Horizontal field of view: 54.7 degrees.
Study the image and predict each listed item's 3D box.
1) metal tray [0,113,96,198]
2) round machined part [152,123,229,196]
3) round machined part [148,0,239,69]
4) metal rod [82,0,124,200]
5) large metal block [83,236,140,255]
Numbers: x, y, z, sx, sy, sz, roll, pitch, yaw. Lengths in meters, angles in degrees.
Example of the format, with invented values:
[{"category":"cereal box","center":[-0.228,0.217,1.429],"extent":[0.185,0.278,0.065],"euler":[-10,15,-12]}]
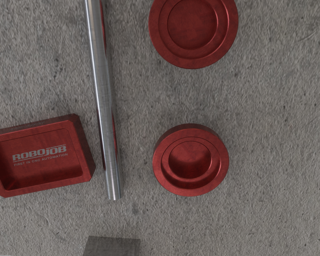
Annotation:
[{"category":"metal tray","center":[-0.164,0.038,0.419],"extent":[0.131,0.030,0.089],"euler":[-12,110,4]},{"category":"round machined part","center":[0.040,0.039,0.416],"extent":[0.099,0.042,0.097],"euler":[0,110,0]},{"category":"round machined part","center":[0.037,-0.120,0.357],"extent":[0.099,0.042,0.097],"euler":[0,110,0]},{"category":"metal rod","center":[-0.071,-0.043,0.393],"extent":[0.025,0.025,0.298],"euler":[-3,110,1]},{"category":"large metal block","center":[-0.074,0.218,0.476],"extent":[0.081,0.050,0.079],"euler":[4,110,-2]}]
